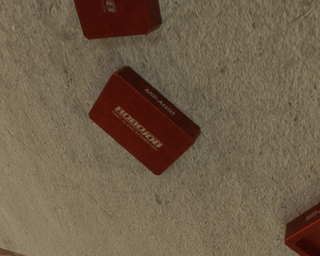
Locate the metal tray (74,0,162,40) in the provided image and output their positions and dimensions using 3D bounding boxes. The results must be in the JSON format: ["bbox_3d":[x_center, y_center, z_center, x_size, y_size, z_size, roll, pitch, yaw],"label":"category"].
[{"bbox_3d":[-0.055,-0.166,0.330,0.090,0.030,0.129,3,120,26],"label":"metal tray"}]

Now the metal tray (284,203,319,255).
[{"bbox_3d":[0.225,0.123,0.360,0.090,0.030,0.129,36,129,3],"label":"metal tray"}]

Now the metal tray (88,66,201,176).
[{"bbox_3d":[-0.023,-0.007,0.412,0.130,0.030,0.090,41,129,0],"label":"metal tray"}]
